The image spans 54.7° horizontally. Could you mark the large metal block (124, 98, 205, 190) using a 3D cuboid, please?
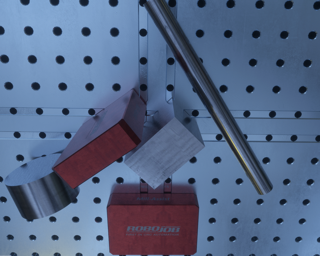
[{"bbox_3d":[0.005,0.017,0.390,0.080,0.080,0.050,-42,105,14],"label":"large metal block"}]

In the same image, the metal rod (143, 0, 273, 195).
[{"bbox_3d":[0.071,-0.031,0.402,0.025,0.025,0.299,-31,108,10],"label":"metal rod"}]

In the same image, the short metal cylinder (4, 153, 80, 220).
[{"bbox_3d":[-0.154,0.075,0.410,0.080,0.080,0.050,-14,110,5],"label":"short metal cylinder"}]

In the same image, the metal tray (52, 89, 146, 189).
[{"bbox_3d":[-0.063,0.006,0.359,0.090,0.130,0.030,-34,107,11],"label":"metal tray"}]

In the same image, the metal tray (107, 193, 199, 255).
[{"bbox_3d":[-0.010,0.145,0.464,0.131,0.030,0.089,0,110,-1],"label":"metal tray"}]
